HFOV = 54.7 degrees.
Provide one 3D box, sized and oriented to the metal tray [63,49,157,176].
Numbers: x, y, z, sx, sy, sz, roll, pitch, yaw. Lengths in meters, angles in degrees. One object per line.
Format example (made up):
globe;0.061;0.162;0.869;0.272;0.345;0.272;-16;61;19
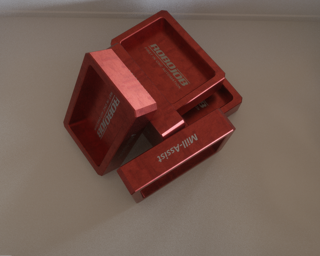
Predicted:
metal tray;-0.064;-0.014;0.358;0.030;0.129;0.090;-25;69;-41

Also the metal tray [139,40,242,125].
metal tray;0.037;-0.058;0.428;0.090;0.030;0.130;-33;73;-10

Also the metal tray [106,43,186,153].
metal tray;-0.023;-0.031;0.384;0.030;0.090;0.130;-35;74;-12

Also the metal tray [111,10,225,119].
metal tray;0.009;-0.083;0.404;0.090;0.030;0.130;-35;73;-12

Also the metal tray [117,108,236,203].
metal tray;0.018;0.036;0.361;0.131;0.090;0.030;-31;73;-11
